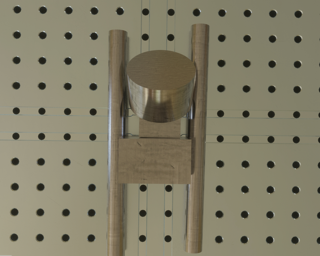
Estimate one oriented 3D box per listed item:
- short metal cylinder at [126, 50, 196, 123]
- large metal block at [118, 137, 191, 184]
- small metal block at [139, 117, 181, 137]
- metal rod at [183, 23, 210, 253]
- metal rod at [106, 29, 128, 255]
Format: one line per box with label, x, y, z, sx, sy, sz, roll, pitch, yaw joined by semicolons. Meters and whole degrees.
short metal cylinder;0.001;-0.052;0.379;0.081;0.050;0.080;1;46;-1
large metal block;-0.006;0.037;0.383;0.081;0.080;0.050;1;90;0
small metal block;0.000;-0.001;0.401;0.050;0.050;0.025;1;90;-1
metal rod;0.049;0.014;0.413;0.025;0.025;0.298;2;90;0
metal rod;-0.058;0.022;0.413;0.025;0.025;0.298;1;90;0
